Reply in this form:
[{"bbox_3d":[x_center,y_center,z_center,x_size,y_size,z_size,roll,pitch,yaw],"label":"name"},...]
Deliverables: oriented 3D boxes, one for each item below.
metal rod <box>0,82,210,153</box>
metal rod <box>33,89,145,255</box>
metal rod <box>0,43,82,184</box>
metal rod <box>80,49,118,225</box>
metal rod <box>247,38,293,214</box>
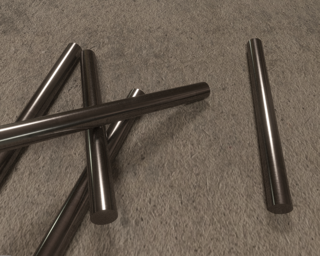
[{"bbox_3d":[-0.053,-0.019,0.364,0.302,0.025,0.025,-17,50,-36],"label":"metal rod"},{"bbox_3d":[-0.080,0.062,0.350,0.025,0.025,0.301,15,51,12],"label":"metal rod"},{"bbox_3d":[-0.172,-0.018,0.415,0.025,0.025,0.300,10,51,7],"label":"metal rod"},{"bbox_3d":[-0.084,-0.017,0.391,0.025,0.025,0.300,-10,43,-8],"label":"metal rod"},{"bbox_3d":[0.144,-0.027,0.427,0.025,0.025,0.300,5,50,3],"label":"metal rod"}]
